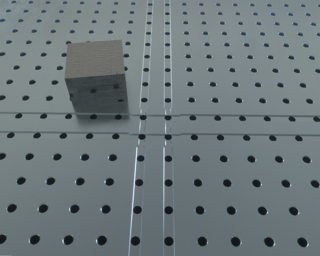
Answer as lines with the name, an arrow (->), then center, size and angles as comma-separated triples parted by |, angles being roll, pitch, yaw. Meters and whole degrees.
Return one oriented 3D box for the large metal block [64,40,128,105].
large metal block -> -0.093, -0.084, 0.461 | 0.081, 0.050, 0.080 | -6, 50, -5
